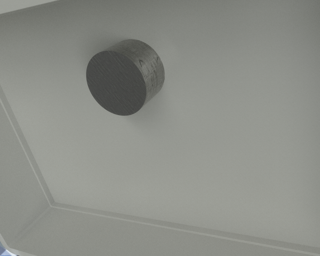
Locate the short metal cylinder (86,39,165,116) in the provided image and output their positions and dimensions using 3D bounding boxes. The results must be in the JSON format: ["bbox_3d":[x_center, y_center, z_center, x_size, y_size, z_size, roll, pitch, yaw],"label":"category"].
[{"bbox_3d":[-0.041,-0.062,0.377,0.080,0.050,0.080,13,124,21],"label":"short metal cylinder"}]
